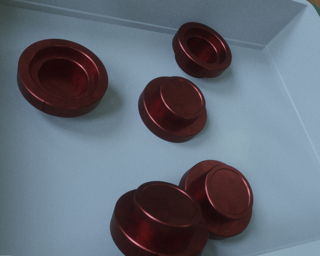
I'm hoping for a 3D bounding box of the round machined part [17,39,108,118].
[{"bbox_3d":[-0.115,-0.054,0.365,0.099,0.042,0.098,14,56,-21],"label":"round machined part"}]

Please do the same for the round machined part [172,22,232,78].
[{"bbox_3d":[0.063,-0.120,0.502,0.099,0.042,0.098,14,56,-21],"label":"round machined part"}]

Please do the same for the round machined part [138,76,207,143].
[{"bbox_3d":[0.023,-0.032,0.427,0.099,0.042,0.098,14,56,-21],"label":"round machined part"}]

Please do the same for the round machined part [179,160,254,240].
[{"bbox_3d":[0.075,0.084,0.384,0.099,0.042,0.098,14,56,-21],"label":"round machined part"}]

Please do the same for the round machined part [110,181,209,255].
[{"bbox_3d":[0.003,0.090,0.311,0.099,0.042,0.098,16,22,-6],"label":"round machined part"}]
